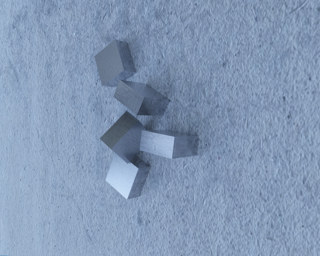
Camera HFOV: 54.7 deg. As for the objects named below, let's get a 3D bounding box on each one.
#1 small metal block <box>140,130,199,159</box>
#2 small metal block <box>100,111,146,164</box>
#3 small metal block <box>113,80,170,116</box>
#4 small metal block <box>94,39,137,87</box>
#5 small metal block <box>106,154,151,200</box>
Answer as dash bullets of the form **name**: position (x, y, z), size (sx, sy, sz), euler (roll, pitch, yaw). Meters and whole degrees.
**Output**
- **small metal block**: position (0.012, 0.018, 0.379), size (0.050, 0.050, 0.025), euler (11, 97, 39)
- **small metal block**: position (-0.044, 0.013, 0.412), size (0.050, 0.050, 0.025), euler (-47, 56, -8)
- **small metal block**: position (-0.024, -0.039, 0.409), size (0.050, 0.050, 0.025), euler (37, 113, 33)
- **small metal block**: position (-0.067, -0.095, 0.460), size (0.050, 0.025, 0.050), euler (-26, 74, 37)
- **small metal block**: position (-0.046, 0.065, 0.443), size (0.050, 0.025, 0.050), euler (32, 110, 35)
